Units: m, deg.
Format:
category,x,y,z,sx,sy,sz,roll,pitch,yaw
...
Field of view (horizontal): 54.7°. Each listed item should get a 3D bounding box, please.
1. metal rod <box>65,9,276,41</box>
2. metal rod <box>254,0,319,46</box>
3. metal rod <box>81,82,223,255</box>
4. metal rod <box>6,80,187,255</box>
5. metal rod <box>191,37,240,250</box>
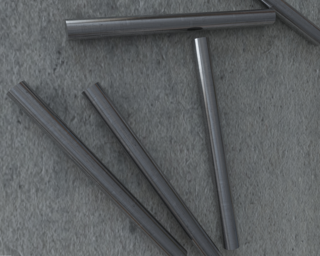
category,x,y,z,sx,sy,sz,roll,pitch,yaw
metal rod,0.028,-0.143,0.420,0.303,0.025,0.025,-11,94,-20
metal rod,0.136,-0.211,0.460,0.301,0.025,0.025,27,81,-18
metal rod,-0.002,0.071,0.409,0.025,0.025,0.299,-38,103,-16
metal rod,-0.068,0.065,0.384,0.025,0.025,0.300,-44,104,-15
metal rod,0.079,0.024,0.439,0.025,0.025,0.298,-11,94,-20
